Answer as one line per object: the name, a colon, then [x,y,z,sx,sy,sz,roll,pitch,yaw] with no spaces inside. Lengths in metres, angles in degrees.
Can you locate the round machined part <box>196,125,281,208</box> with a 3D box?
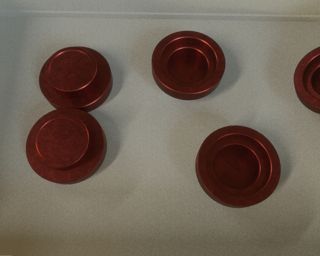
round machined part: [0.093,0.049,0.384,0.099,0.042,0.098,0,70,-1]

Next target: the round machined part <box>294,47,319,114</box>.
round machined part: [0.233,-0.061,0.412,0.098,0.042,0.098,-10,66,25]

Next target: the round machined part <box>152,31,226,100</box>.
round machined part: [0.038,-0.082,0.431,0.099,0.042,0.098,0,70,-1]

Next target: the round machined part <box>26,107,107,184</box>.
round machined part: [-0.119,0.020,0.389,0.099,0.042,0.098,0,74,-1]

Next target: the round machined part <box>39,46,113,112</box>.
round machined part: [-0.117,-0.072,0.425,0.099,0.042,0.098,0,70,-1]
